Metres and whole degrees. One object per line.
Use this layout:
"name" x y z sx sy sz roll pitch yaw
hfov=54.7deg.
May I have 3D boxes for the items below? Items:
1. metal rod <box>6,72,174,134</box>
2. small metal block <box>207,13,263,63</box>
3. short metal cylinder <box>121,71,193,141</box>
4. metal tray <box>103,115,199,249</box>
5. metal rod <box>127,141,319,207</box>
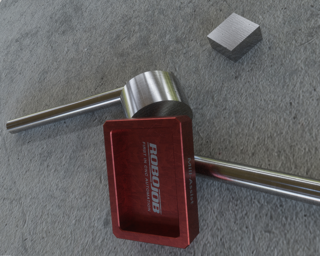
"metal rod" -0.118 -0.034 0.484 0.301 0.025 0.025 -13 56 20
"small metal block" 0.103 -0.125 0.426 0.050 0.025 0.050 -42 51 -1
"short metal cylinder" -0.005 -0.024 0.385 0.080 0.080 0.050 -26 53 11
"metal tray" -0.010 0.054 0.327 0.090 0.030 0.129 -2 95 27
"metal rod" 0.062 0.046 0.342 0.300 0.025 0.025 9 66 31
